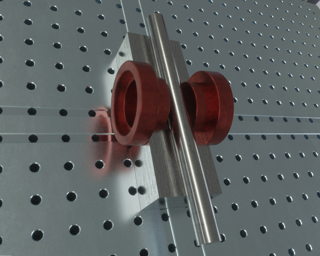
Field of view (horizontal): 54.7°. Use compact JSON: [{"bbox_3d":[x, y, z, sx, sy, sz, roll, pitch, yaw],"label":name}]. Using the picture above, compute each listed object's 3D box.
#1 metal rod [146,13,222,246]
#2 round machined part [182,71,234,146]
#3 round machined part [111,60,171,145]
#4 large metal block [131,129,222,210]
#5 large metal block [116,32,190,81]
[{"bbox_3d":[0.021,-0.019,0.367,0.025,0.025,0.299,3,61,-27],"label":"metal rod"},{"bbox_3d":[0.049,-0.025,0.403,0.042,0.097,0.098,-1,62,-23],"label":"round machined part"},{"bbox_3d":[-0.022,-0.028,0.365,0.042,0.097,0.098,2,61,-27],"label":"round machined part"},{"bbox_3d":[0.017,0.049,0.371,0.081,0.050,0.080,3,61,-27],"label":"large metal block"},{"bbox_3d":[-0.011,-0.081,0.435,0.081,0.050,0.080,2,61,-27],"label":"large metal block"}]
